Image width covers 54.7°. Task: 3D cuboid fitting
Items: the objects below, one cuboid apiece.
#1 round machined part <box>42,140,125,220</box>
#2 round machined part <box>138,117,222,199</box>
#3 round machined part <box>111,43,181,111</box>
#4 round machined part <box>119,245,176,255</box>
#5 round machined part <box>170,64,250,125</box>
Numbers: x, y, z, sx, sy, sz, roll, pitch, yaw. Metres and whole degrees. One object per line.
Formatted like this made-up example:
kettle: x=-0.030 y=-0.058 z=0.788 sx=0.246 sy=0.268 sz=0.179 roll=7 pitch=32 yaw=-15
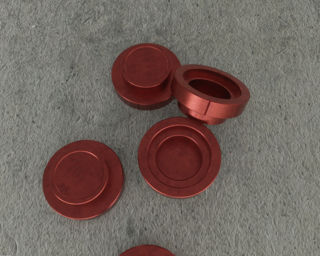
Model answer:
round machined part: x=-0.094 y=0.060 z=0.376 sx=0.099 sy=0.042 sz=0.098 roll=0 pitch=70 yaw=0
round machined part: x=0.023 y=0.039 z=0.384 sx=0.099 sy=0.042 sz=0.098 roll=0 pitch=72 yaw=1
round machined part: x=-0.018 y=-0.077 z=0.427 sx=0.099 sy=0.042 sz=0.098 roll=0 pitch=70 yaw=0
round machined part: x=-0.014 y=0.178 z=0.334 sx=0.099 sy=0.042 sz=0.098 roll=0 pitch=70 yaw=0
round machined part: x=0.061 y=-0.040 z=0.397 sx=0.099 sy=0.042 sz=0.098 roll=11 pitch=35 yaw=-8
